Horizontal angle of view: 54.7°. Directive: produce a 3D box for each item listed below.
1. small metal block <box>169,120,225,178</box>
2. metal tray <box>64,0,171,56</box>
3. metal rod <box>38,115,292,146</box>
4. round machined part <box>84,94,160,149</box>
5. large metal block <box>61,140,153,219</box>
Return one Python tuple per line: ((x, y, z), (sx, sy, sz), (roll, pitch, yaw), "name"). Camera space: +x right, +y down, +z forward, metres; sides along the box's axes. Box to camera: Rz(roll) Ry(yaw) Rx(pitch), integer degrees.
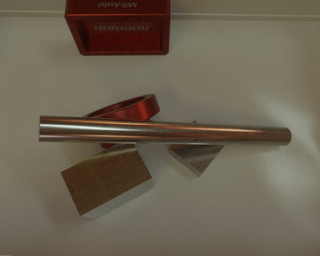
((0.048, 0.027, 0.400), (0.050, 0.025, 0.050), (38, 74, 12), "small metal block")
((-0.053, -0.137, 0.424), (0.131, 0.090, 0.030), (-1, 70, -1), "metal tray")
((0.026, 0.006, 0.347), (0.303, 0.025, 0.025), (2, 68, -24), "metal rod")
((-0.046, -0.006, 0.381), (0.099, 0.098, 0.042), (-20, 102, -7), "round machined part")
((-0.056, 0.062, 0.357), (0.080, 0.080, 0.050), (-27, 73, -10), "large metal block")
